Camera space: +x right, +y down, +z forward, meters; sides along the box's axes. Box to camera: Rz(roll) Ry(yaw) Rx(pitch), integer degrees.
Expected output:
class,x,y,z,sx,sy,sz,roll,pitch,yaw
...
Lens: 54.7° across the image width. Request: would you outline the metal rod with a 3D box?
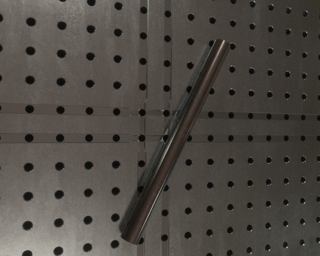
class,x,y,z,sx,sy,sz,roll,pitch,yaw
metal rod,0.025,0.012,0.423,0.025,0.025,0.299,29,80,-18
